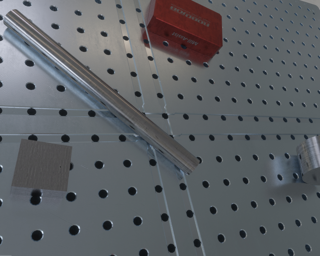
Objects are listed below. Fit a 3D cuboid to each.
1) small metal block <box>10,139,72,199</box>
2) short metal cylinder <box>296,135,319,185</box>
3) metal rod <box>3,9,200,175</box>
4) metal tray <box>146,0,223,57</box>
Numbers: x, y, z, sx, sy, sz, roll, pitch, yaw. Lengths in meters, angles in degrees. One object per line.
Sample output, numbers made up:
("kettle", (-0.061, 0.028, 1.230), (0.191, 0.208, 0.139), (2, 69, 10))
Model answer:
("small metal block", (-0.121, 0.042, 0.317), (0.050, 0.025, 0.050), (11, 57, -22))
("short metal cylinder", (0.260, 0.051, 0.482), (0.081, 0.080, 0.050), (16, 55, -20))
("metal rod", (-0.072, -0.044, 0.396), (0.300, 0.025, 0.025), (40, 51, -2))
("metal tray", (0.046, -0.187, 0.544), (0.131, 0.030, 0.090), (18, 55, -18))
